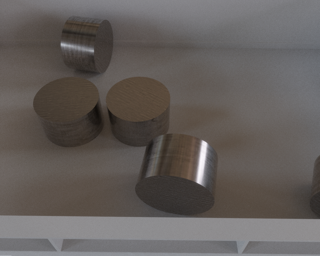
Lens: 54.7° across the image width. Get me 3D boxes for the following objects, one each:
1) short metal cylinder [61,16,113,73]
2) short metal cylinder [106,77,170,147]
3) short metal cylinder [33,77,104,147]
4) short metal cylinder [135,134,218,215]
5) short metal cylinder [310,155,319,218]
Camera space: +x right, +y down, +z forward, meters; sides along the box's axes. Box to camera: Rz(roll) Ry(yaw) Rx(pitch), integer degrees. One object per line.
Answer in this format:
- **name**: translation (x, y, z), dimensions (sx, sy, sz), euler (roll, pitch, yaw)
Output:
- **short metal cylinder**: translation (-0.109, -0.128, 0.476), dimensions (0.050, 0.080, 0.080), euler (10, 51, 8)
- **short metal cylinder**: translation (-0.027, -0.022, 0.407), dimensions (0.080, 0.050, 0.080), euler (0, 50, 0)
- **short metal cylinder**: translation (-0.117, -0.022, 0.406), dimensions (0.080, 0.050, 0.080), euler (0, 50, 0)
- **short metal cylinder**: translation (0.019, 0.050, 0.327), dimensions (0.080, 0.080, 0.050), euler (8, 51, 7)
- **short metal cylinder**: translation (0.200, 0.063, 0.317), dimensions (0.080, 0.080, 0.050), euler (17, 52, 14)
